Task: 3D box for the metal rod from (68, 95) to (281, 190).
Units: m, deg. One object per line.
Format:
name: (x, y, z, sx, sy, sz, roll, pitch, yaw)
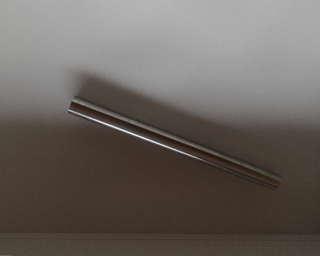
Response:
metal rod: (0.026, 0.023, 0.420, 0.302, 0.025, 0.025, 21, 109, -8)
